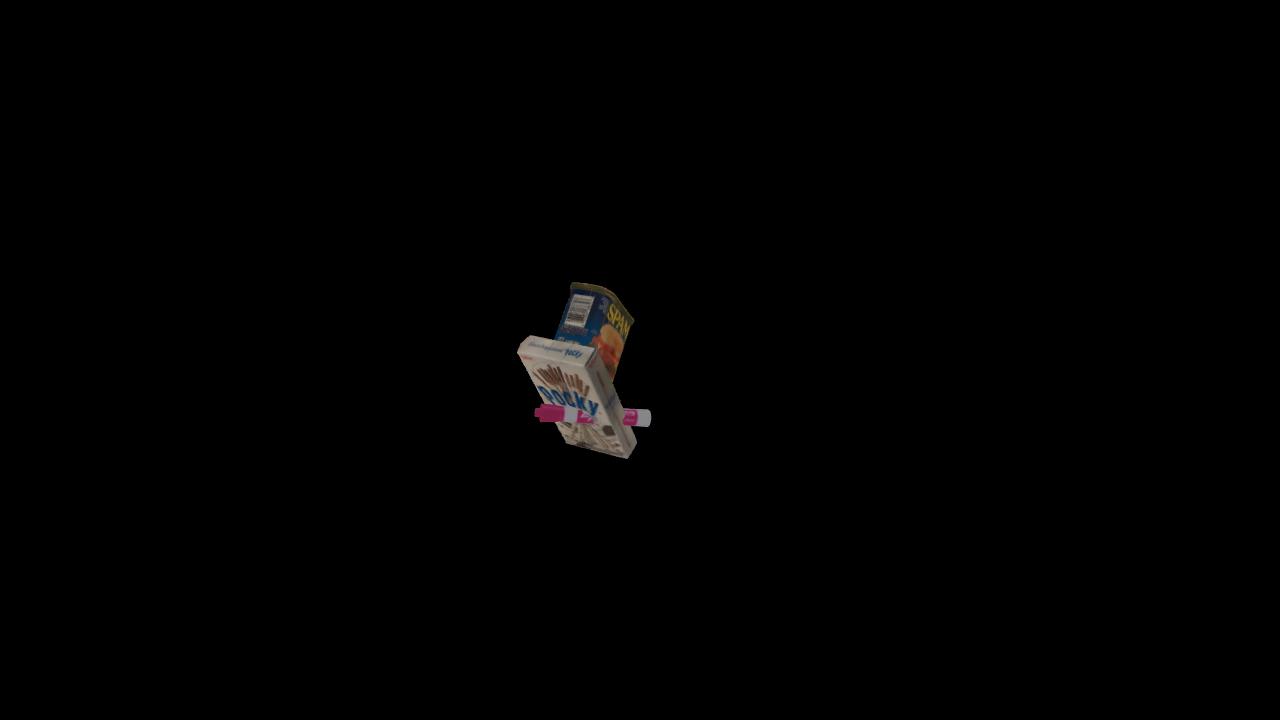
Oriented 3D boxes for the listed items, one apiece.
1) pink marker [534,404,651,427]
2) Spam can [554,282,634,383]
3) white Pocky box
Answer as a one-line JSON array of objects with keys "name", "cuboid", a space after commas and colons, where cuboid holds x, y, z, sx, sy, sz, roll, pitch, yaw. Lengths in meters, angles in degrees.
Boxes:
[{"name": "pink marker", "cuboid": [-0.048, 0.057, 0.634, 0.121, 0.020, 0.020, 5, -2, -19]}, {"name": "Spam can", "cuboid": [-0.055, -0.028, 0.715, 0.058, 0.085, 0.101, 11, -17, 23]}, {"name": "white Pocky box", "cuboid": [-0.061, 0.041, 0.634, 0.084, 0.028, 0.154, 11, -38, 28]}]
